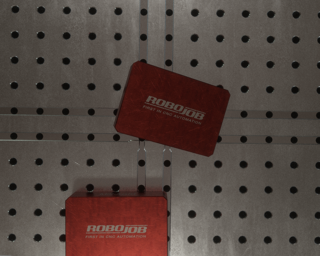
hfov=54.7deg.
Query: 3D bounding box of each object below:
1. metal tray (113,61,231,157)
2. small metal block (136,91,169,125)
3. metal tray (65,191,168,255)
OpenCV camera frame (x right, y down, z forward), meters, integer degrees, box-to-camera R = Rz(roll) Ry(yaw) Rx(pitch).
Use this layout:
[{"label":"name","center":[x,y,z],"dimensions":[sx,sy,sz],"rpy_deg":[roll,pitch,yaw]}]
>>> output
[{"label":"metal tray","center":[0.015,-0.023,0.398],"dimensions":[0.131,0.030,0.090],"rpy_deg":[16,90,-13]},{"label":"small metal block","center":[-0.011,-0.028,0.413],"dimensions":[0.050,0.025,0.050],"rpy_deg":[-3,90,-1]},{"label":"metal tray","center":[-0.056,0.132,0.410],"dimensions":[0.131,0.030,0.089],"rpy_deg":[0,90,-1]}]
